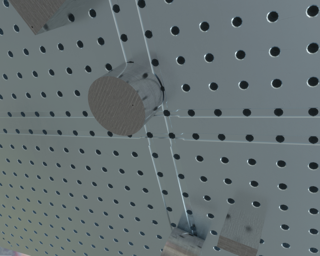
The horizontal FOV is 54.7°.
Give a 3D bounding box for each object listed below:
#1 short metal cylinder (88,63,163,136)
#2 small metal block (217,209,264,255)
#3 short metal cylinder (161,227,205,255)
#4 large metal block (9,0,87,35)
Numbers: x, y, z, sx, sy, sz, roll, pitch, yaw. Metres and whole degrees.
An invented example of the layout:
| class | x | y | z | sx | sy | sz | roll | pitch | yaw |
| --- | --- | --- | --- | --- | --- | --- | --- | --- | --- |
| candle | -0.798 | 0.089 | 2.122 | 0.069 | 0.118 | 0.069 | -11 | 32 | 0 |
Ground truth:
| class | x | y | z | sx | sy | sz | roll | pitch | yaw |
| --- | --- | --- | --- | --- | --- | --- | --- | --- | --- |
| short metal cylinder | -0.043 | -0.037 | 0.395 | 0.080 | 0.050 | 0.079 | 13 | 124 | 21 |
| small metal block | 0.111 | 0.146 | 0.427 | 0.050 | 0.050 | 0.025 | 17 | 125 | 19 |
| short metal cylinder | 0.032 | 0.203 | 0.485 | 0.050 | 0.080 | 0.079 | 21 | 126 | 16 |
| large metal block | -0.134 | -0.170 | 0.361 | 0.080 | 0.050 | 0.080 | -27 | 104 | 37 |
